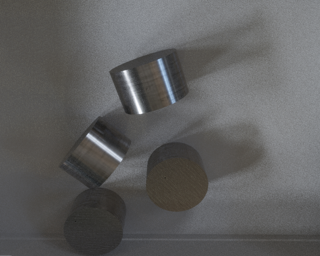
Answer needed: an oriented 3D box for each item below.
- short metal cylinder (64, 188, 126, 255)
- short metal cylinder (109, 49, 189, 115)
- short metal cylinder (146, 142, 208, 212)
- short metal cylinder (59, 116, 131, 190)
[{"bbox_3d":[-0.091,0.134,0.446,0.081,0.050,0.079,0,110,-1],"label":"short metal cylinder"},{"bbox_3d":[-0.012,-0.055,0.362,0.080,0.080,0.050,-17,110,6],"label":"short metal cylinder"},{"bbox_3d":[0.022,0.066,0.423,0.081,0.050,0.079,0,110,-1],"label":"short metal cylinder"},{"bbox_3d":[-0.082,0.031,0.392,0.050,0.080,0.080,39,105,-14],"label":"short metal cylinder"}]
